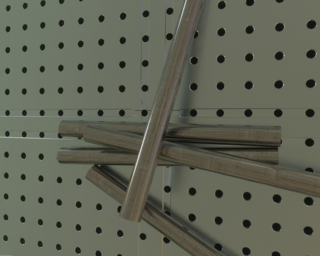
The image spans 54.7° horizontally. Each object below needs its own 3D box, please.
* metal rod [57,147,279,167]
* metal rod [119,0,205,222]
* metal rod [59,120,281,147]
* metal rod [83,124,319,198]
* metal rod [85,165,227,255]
[{"bbox_3d":[-0.003,0.039,0.412,0.301,0.025,0.025,-1,90,19],"label":"metal rod"},{"bbox_3d":[0.008,-0.040,0.371,0.025,0.025,0.299,13,80,19],"label":"metal rod"},{"bbox_3d":[-0.001,0.005,0.412,0.301,0.025,0.025,2,91,19],"label":"metal rod"},{"bbox_3d":[0.043,0.035,0.369,0.301,0.025,0.025,12,94,19],"label":"metal rod"},{"bbox_3d":[0.025,0.138,0.403,0.300,0.025,0.025,31,100,17],"label":"metal rod"}]
